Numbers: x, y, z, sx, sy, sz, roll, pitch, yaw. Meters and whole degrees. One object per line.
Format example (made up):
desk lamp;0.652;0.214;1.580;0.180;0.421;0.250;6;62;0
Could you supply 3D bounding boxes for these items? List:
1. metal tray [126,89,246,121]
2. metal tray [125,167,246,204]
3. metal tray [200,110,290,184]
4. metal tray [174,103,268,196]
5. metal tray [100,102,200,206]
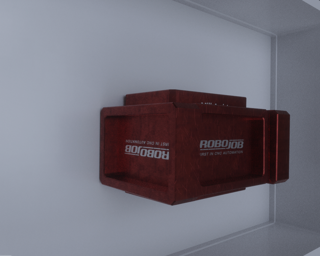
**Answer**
metal tray;0.034;-0.025;0.389;0.131;0.090;0.030;0;91;-40
metal tray;0.033;0.064;0.388;0.131;0.090;0.030;0;90;-40
metal tray;0.109;0.022;0.426;0.030;0.130;0.089;1;90;-40
metal tray;0.072;0.022;0.344;0.131;0.030;0.089;1;89;-40
metal tray;-0.017;0.022;0.322;0.030;0.130;0.089;1;90;-40
